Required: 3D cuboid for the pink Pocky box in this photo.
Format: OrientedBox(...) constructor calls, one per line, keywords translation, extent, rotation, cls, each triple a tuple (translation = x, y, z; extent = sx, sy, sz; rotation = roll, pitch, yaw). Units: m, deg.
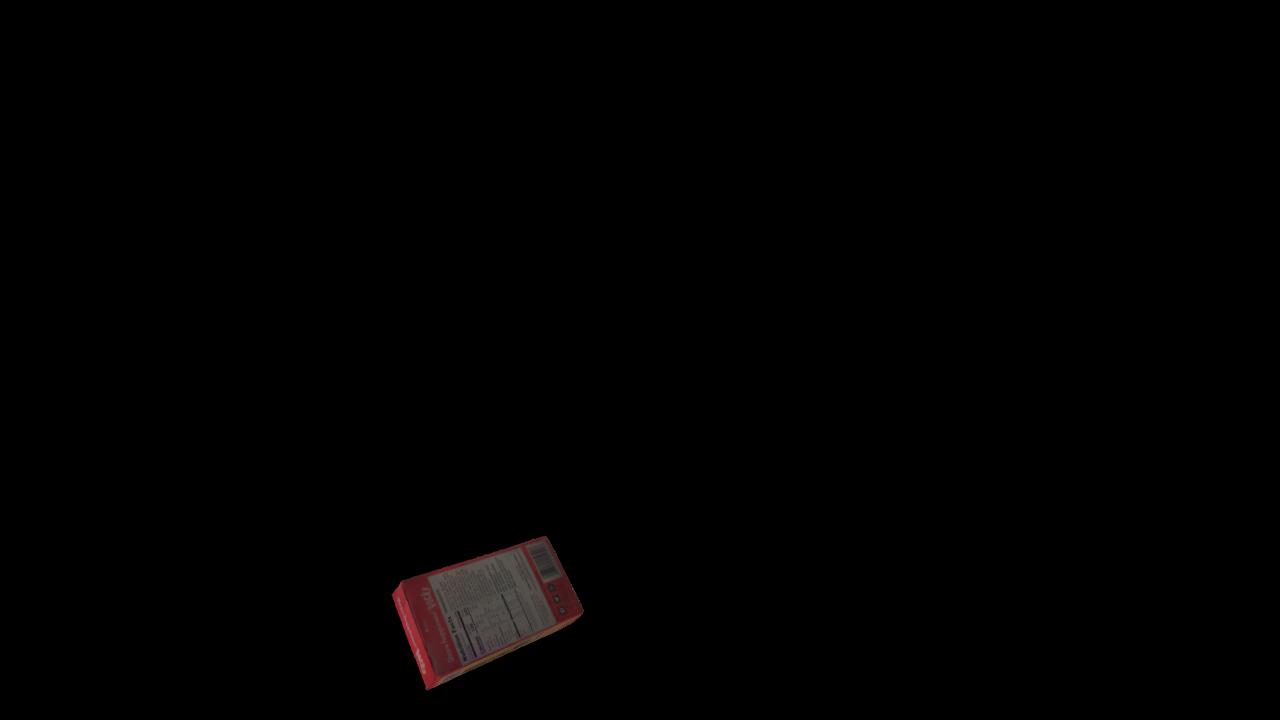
OrientedBox(translation=(-0.130, 0.216, 0.545), extent=(0.155, 0.084, 0.029), rotation=(-3, -39, -48), cls="pink Pocky box")
